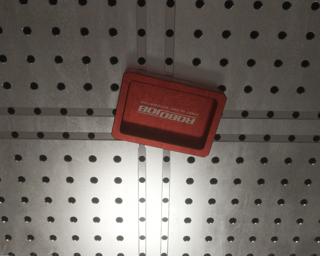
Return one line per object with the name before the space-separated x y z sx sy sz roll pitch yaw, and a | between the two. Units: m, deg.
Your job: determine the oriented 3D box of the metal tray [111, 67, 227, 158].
metal tray | 0.010 -0.019 0.403 0.131 0.030 0.089 12 110 -5
